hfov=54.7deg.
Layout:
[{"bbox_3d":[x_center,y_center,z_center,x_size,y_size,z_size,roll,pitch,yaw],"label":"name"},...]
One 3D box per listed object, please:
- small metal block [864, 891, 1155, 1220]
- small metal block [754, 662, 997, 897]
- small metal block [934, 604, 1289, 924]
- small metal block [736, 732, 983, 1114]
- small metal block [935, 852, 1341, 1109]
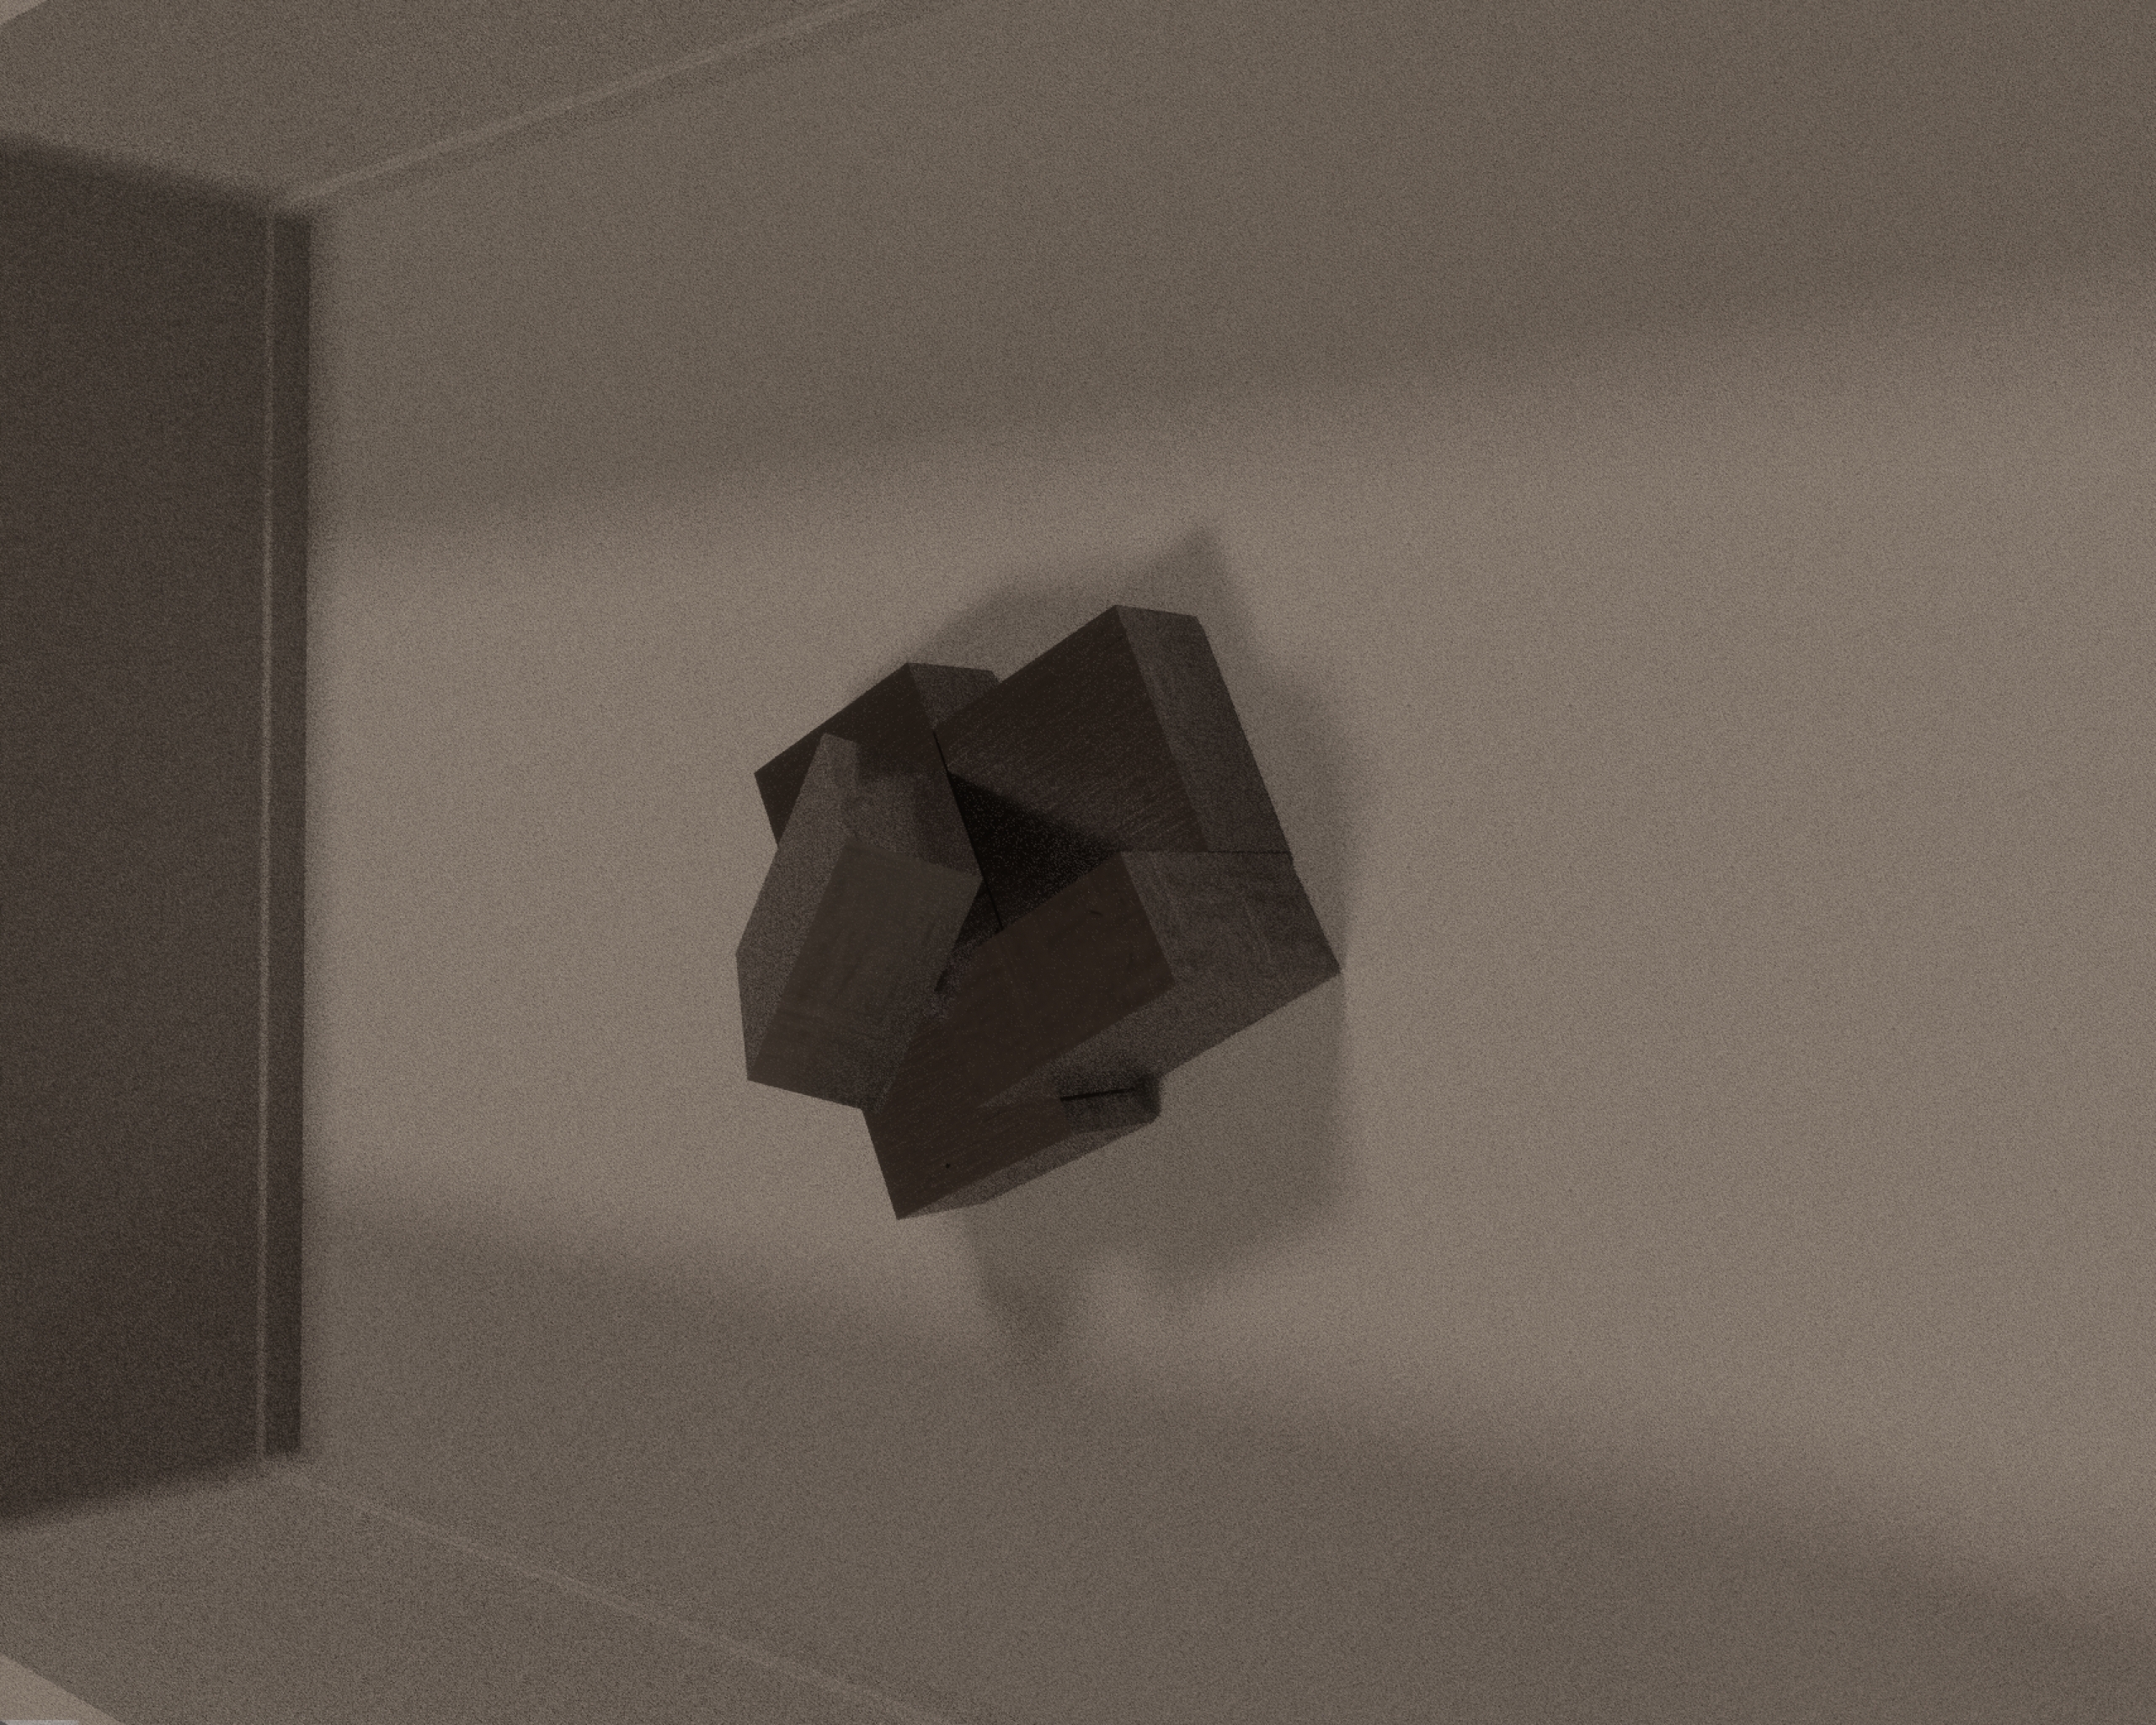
[{"bbox_3d":[-0.019,0.038,0.418,0.050,0.025,0.050,-31,71,35],"label":"small metal block"},{"bbox_3d":[-0.035,-0.007,0.432,0.050,0.025,0.050,-31,71,35],"label":"small metal block"},{"bbox_3d":[0.005,-0.014,0.399,0.050,0.025,0.050,-31,71,35],"label":"small metal block"},{"bbox_3d":[-0.042,0.010,0.389,0.050,0.025,0.050,-115,46,-63],"label":"small metal block"},{"bbox_3d":[0.010,0.021,0.378,0.050,0.050,0.025,-34,69,34],"label":"small metal block"}]
